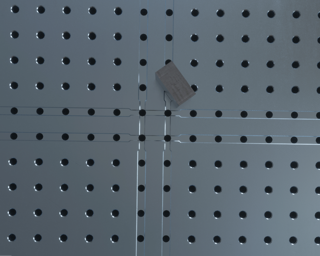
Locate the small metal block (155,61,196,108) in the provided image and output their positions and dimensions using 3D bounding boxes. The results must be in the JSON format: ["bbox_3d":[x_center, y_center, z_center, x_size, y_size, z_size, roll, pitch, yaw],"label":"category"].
[{"bbox_3d":[0.019,-0.055,0.401,0.025,0.050,0.050,-36,90,0],"label":"small metal block"}]
